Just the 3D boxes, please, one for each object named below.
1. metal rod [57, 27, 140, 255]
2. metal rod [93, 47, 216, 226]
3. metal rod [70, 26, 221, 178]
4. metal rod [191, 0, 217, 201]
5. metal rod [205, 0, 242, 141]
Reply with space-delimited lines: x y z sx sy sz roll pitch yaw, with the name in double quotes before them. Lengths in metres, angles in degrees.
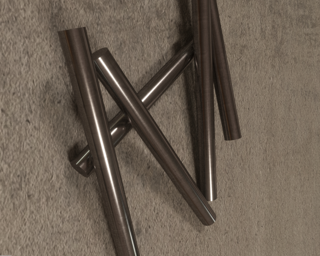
"metal rod" -0.055 0.049 0.329 0.025 0.025 0.298 -27 116 -37
"metal rod" 0.006 0.033 0.387 0.025 0.025 0.299 -53 128 -27
"metal rod" -0.002 -0.056 0.404 0.301 0.025 0.025 -50 120 -28
"metal rod" 0.063 -0.039 0.437 0.025 0.025 0.298 -15 107 -39
"metal rod" 0.076 -0.129 0.436 0.025 0.025 0.298 -18 99 -39
